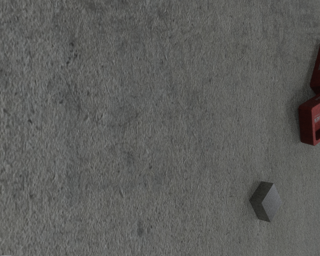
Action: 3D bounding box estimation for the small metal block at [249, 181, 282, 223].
[{"bbox_3d":[0.195,0.135,0.568,0.050,0.025,0.050,-44,117,-31],"label":"small metal block"}]

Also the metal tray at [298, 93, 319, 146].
[{"bbox_3d":[0.358,-0.029,0.679,0.131,0.030,0.089,-27,115,-26],"label":"metal tray"}]

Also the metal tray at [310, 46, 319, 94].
[{"bbox_3d":[0.404,-0.132,0.740,0.090,0.030,0.130,35,68,-35],"label":"metal tray"}]
